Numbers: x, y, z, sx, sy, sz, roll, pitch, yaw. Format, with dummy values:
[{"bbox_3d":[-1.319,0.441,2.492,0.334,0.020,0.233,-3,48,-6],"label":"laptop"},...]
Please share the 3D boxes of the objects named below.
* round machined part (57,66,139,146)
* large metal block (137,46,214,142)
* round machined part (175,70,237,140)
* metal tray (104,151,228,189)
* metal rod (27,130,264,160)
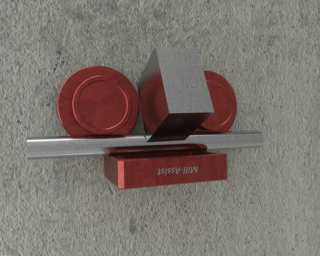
[{"bbox_3d":[-0.072,-0.027,0.373,0.099,0.042,0.097,0,90,-21],"label":"round machined part"},{"bbox_3d":[0.013,-0.036,0.358,0.050,0.080,0.080,-2,67,-21],"label":"large metal block"},{"bbox_3d":[0.065,-0.031,0.425,0.099,0.042,0.097,0,90,-21],"label":"round machined part"},{"bbox_3d":[0.004,0.046,0.378,0.131,0.090,0.030,-1,91,-20],"label":"metal tray"},{"bbox_3d":[-0.002,0.019,0.389,0.303,0.025,0.025,-1,91,-21],"label":"metal rod"}]
